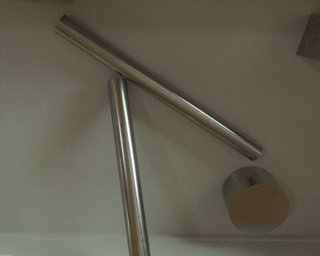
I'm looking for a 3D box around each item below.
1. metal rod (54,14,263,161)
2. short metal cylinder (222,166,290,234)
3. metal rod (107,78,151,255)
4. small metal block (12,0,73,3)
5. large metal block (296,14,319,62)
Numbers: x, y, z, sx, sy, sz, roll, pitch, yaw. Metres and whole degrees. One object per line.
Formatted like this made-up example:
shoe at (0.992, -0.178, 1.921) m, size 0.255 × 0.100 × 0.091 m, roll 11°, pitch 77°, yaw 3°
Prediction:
metal rod at (0.007, -0.044, 0.395) m, size 0.301 × 0.025 × 0.025 m, roll 32°, pitch 107°, yaw -12°
short metal cylinder at (0.133, 0.101, 0.437) m, size 0.081 × 0.050 × 0.079 m, roll 0°, pitch 110°, yaw -1°
metal rod at (-0.033, 0.088, 0.375) m, size 0.025 × 0.025 × 0.298 m, roll -8°, pitch 84°, yaw 3°
small metal block at (-0.128, -0.152, 0.340) m, size 0.050 × 0.050 × 0.025 m, roll 1°, pitch 110°, yaw -1°
large metal block at (0.217, -0.094, 0.350) m, size 0.081 × 0.080 × 0.050 m, roll 12°, pitch 110°, yaw -5°
